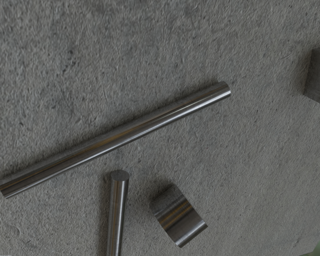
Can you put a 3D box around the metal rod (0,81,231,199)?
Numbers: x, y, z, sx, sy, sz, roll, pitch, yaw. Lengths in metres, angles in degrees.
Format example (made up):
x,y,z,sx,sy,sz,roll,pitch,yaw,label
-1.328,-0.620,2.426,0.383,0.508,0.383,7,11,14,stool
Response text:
x,y,z,sx,sy,sz,roll,pitch,yaw,label
-0.044,0.008,0.387,0.302,0.025,0.025,-25,128,-13,metal rod

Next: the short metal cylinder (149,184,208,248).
x,y,z,sx,sy,sz,roll,pitch,yaw,label
0.028,0.131,0.468,0.050,0.080,0.080,-38,129,-3,short metal cylinder

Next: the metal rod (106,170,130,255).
x,y,z,sx,sy,sz,roll,pitch,yaw,label
-0.072,0.194,0.487,0.025,0.025,0.298,-6,121,-25,metal rod

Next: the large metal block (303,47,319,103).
x,y,z,sx,sy,sz,roll,pitch,yaw,label
0.285,-0.088,0.492,0.081,0.050,0.079,-18,126,-18,large metal block
